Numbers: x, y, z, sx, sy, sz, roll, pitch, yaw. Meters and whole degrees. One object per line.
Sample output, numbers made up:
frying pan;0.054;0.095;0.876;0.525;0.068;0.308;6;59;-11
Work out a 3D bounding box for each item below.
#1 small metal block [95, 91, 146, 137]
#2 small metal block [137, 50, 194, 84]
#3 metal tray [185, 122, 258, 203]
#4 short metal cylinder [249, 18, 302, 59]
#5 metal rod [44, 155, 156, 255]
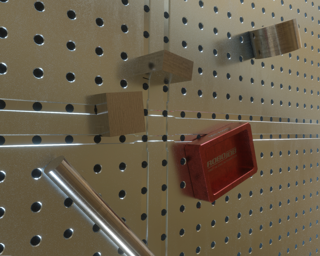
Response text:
small metal block;-0.047;-0.017;0.372;0.050;0.025;0.050;-8;96;-40
small metal block;0.007;-0.077;0.400;0.050;0.050;0.025;11;83;-40
metal tray;0.102;0.050;0.494;0.131;0.030;0.089;-21;103;-38
short metal cylinder;0.203;-0.158;0.547;0.081;0.080;0.050;-28;108;-37
metal rod;-0.032;0.148;0.384;0.025;0.025;0.299;-50;120;-28
